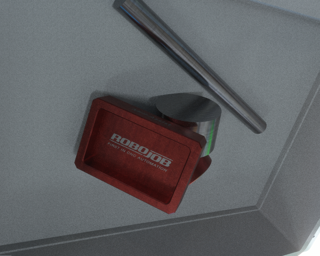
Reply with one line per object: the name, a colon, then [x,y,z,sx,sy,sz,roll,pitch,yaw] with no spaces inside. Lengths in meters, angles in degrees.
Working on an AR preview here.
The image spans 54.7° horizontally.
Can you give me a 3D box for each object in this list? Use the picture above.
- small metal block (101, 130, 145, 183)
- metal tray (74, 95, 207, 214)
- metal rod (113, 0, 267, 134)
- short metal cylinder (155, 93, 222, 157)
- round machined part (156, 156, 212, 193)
small metal block: [-0.040,0.033,0.390,0.050,0.050,0.025,-56,172,11]
metal tray: [-0.025,0.028,0.351,0.089,0.130,0.030,-70,167,17]
metal rod: [0.061,-0.066,0.402,0.301,0.025,0.025,33,100,-39]
short metal cylinder: [0.033,-0.005,0.390,0.081,0.080,0.050,-9,122,-24]
round machined part: [0.016,0.051,0.416,0.098,0.098,0.042,-33,94,-7]
